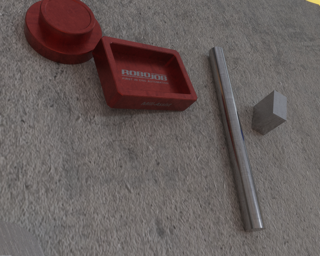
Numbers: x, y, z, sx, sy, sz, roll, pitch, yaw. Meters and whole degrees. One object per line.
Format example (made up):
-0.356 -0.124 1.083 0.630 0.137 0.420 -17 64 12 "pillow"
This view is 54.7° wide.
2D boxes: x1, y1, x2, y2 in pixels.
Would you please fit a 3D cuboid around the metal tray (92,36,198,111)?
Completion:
-0.018 -0.070 0.420 0.131 0.030 0.090 -1 62 -39 "metal tray"

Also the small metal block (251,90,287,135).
0.175 -0.024 0.496 0.025 0.050 0.050 27 52 -11 "small metal block"

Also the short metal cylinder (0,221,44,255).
-0.135 0.119 0.242 0.081 0.050 0.080 14 56 -21 "short metal cylinder"

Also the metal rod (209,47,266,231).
0.109 -0.002 0.462 0.025 0.025 0.299 9 58 -24 "metal rod"

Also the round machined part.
-0.124 -0.136 0.409 0.099 0.042 0.098 14 56 -21 "round machined part"
